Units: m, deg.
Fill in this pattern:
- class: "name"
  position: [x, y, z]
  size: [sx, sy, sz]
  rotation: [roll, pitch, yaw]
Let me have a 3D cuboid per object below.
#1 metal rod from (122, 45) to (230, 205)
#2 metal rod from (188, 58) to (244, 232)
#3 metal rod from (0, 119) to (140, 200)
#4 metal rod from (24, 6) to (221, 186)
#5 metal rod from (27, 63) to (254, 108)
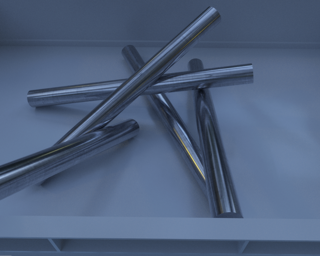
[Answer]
- class: "metal rod"
  position: [0.009, -0.021, 0.422]
  size: [0.025, 0.025, 0.300]
  rotation: [-19, 53, -15]
- class: "metal rod"
  position: [0.055, -0.012, 0.367]
  size: [0.025, 0.025, 0.300]
  rotation: [0, 35, 0]
- class: "metal rod"
  position: [-0.103, 0.032, 0.276]
  size: [0.025, 0.025, 0.302]
  rotation: [24, 22, 19]
- class: "metal rod"
  position: [-0.039, -0.044, 0.377]
  size: [0.301, 0.025, 0.025]
  rotation: [-43, 60, -8]
- class: "metal rod"
  position: [-0.034, -0.054, 0.410]
  size: [0.301, 0.025, 0.025]
  rotation: [-5, 49, 11]
